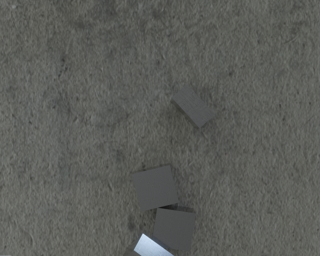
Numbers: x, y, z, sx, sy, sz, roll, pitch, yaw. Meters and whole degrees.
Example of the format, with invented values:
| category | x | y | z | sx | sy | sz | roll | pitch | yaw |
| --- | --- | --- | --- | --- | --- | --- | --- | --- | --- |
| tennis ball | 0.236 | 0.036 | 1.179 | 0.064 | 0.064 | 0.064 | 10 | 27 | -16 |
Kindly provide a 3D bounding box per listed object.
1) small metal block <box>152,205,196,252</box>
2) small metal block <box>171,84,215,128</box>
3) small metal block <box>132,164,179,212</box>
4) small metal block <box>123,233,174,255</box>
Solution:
| category | x | y | z | sx | sy | sz | roll | pitch | yaw |
| --- | --- | --- | --- | --- | --- | --- | --- | --- | --- |
| small metal block | 0.017 | 0.131 | 0.410 | 0.050 | 0.025 | 0.050 | 9 | 90 | -1 |
| small metal block | 0.040 | -0.027 | 0.398 | 0.025 | 0.050 | 0.050 | -42 | 91 | 0 |
| small metal block | -0.006 | 0.078 | 0.410 | 0.050 | 0.025 | 0.050 | -14 | 90 | -1 |
| small metal block | -0.017 | 0.169 | 0.396 | 0.050 | 0.025 | 0.050 | 36 | 132 | -1 |
